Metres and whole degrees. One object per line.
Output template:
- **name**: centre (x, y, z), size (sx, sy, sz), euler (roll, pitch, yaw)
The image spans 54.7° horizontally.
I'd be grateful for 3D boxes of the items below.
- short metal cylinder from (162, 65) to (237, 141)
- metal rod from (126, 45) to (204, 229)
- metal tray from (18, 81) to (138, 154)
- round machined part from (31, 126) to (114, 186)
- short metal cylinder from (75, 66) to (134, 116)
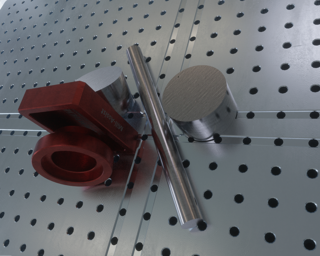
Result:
- **short metal cylinder**: centre (0.050, -0.031, 0.385), size (0.080, 0.050, 0.080), euler (-13, 56, 21)
- **metal rod**: centre (-0.004, -0.012, 0.417), size (0.025, 0.025, 0.299), euler (-27, 52, 11)
- **metal tray**: centre (-0.098, -0.006, 0.396), size (0.090, 0.130, 0.030), euler (-4, 60, 26)
- **round machined part**: centre (-0.109, 0.034, 0.399), size (0.098, 0.098, 0.042), euler (-16, 48, 19)
- **short metal cylinder**: centre (-0.083, -0.048, 0.448), size (0.080, 0.050, 0.080), euler (-14, 33, 10)
